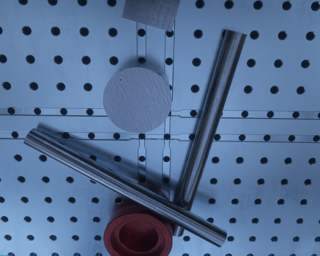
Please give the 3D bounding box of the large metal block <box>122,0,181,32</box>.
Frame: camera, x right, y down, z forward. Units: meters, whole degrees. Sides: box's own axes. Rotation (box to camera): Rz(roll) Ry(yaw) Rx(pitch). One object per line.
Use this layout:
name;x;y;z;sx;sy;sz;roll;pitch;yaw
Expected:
large metal block;-0.002;-0.151;0.328;0.050;0.080;0.079;15;109;-6

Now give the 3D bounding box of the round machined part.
round machined part;-0.030;0.154;0.458;0.099;0.042;0.097;1;111;3

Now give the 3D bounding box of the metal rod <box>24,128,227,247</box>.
metal rod;-0.044;0.084;0.426;0.301;0.025;0.025;29;107;-4

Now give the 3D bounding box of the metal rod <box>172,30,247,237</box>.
metal rod;0.058;0.021;0.421;0.025;0.025;0.298;12;110;-5

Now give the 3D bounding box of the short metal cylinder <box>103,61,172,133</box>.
short metal cylinder;-0.026;-0.040;0.385;0.081;0.050;0.079;0;110;-1
